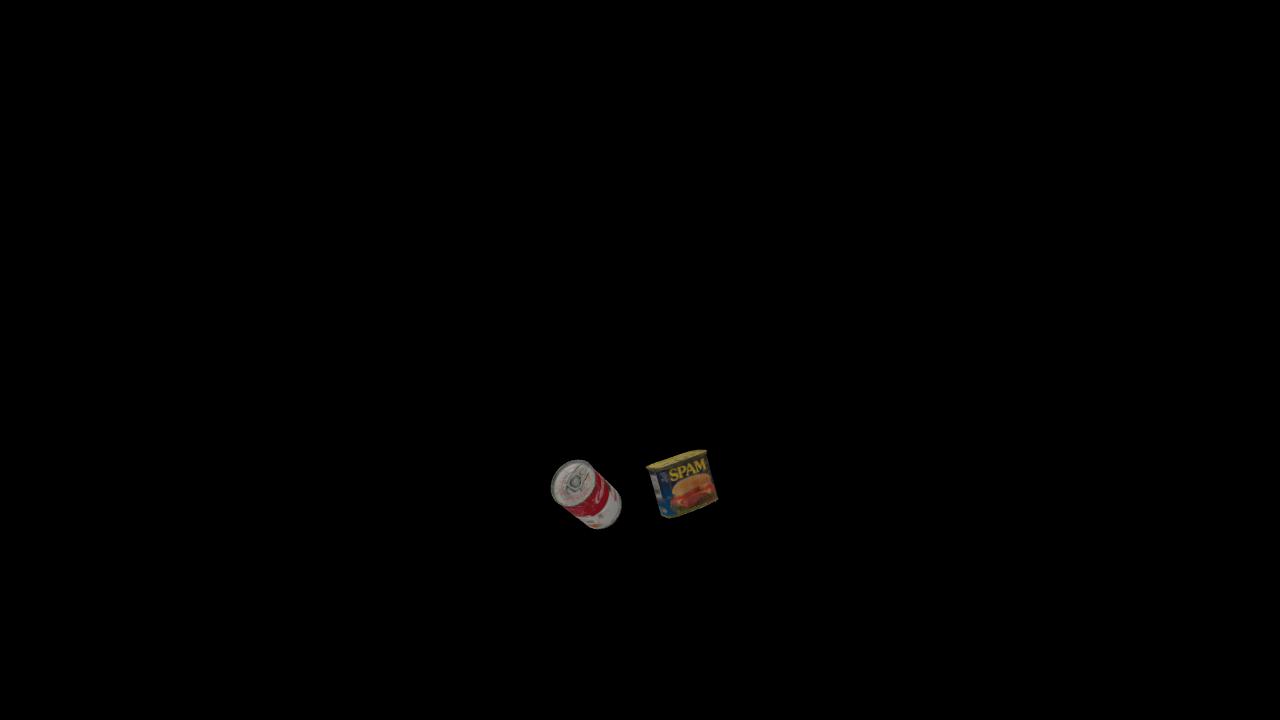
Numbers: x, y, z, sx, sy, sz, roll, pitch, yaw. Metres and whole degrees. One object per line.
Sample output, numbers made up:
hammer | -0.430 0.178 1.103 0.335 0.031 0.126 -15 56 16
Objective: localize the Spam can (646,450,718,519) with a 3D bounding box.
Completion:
Spam can | 0.070 0.202 1.008 0.101 0.085 0.058 -15 -1 -24

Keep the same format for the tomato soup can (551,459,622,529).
tomato soup can | -0.073 0.191 0.864 0.068 0.068 0.101 0 -33 24
